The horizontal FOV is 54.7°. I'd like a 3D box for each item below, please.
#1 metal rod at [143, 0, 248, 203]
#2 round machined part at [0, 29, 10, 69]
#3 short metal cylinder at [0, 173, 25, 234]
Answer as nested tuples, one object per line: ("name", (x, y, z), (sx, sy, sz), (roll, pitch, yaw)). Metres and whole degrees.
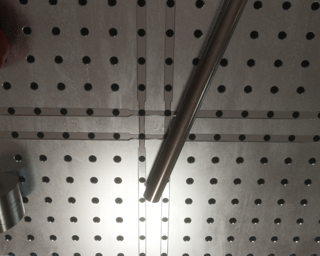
("metal rod", (0.040, -0.030, 0.402), (0.025, 0.025, 0.298), (19, 109, -8))
("round machined part", (-0.224, -0.091, 0.340), (0.099, 0.042, 0.098), (7, 150, 5))
("short metal cylinder", (-0.231, 0.102, 0.418), (0.081, 0.080, 0.050), (-2, 110, 0))
